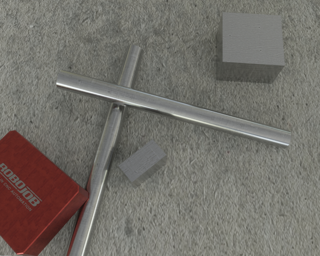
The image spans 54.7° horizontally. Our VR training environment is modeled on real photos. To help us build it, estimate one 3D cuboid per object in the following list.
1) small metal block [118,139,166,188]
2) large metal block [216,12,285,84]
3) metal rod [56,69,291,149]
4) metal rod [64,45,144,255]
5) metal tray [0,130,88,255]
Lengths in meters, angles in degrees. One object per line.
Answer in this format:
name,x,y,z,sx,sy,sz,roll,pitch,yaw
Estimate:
small metal block,-0.020,0.045,0.378,0.050,0.050,0.025,-38,75,-13
large metal block,0.124,-0.112,0.437,0.081,0.050,0.080,4,70,1
metal rod,0.020,-0.023,0.398,0.302,0.025,0.025,15,71,-3
metal rod,-0.068,0.024,0.398,0.025,0.025,0.299,12,70,4
metal tray,-0.161,0.072,0.363,0.130,0.030,0.090,34,73,23
